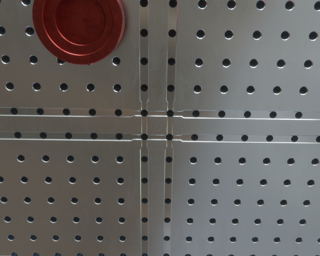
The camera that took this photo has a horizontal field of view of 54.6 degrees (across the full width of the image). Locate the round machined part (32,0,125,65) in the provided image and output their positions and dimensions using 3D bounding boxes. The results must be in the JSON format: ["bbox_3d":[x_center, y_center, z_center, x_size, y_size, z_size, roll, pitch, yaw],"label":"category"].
[{"bbox_3d":[-0.090,-0.125,0.358,0.099,0.042,0.097,0,110,0],"label":"round machined part"}]
